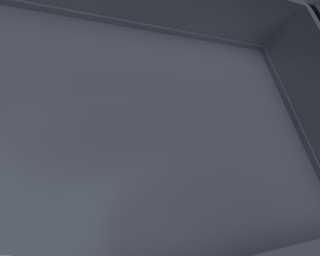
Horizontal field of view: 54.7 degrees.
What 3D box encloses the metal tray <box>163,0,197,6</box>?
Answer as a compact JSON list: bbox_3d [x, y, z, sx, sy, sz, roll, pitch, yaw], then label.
[{"bbox_3d":[0.024,-0.301,0.572,0.091,0.030,0.129,-2,84,-31],"label":"metal tray"}]
